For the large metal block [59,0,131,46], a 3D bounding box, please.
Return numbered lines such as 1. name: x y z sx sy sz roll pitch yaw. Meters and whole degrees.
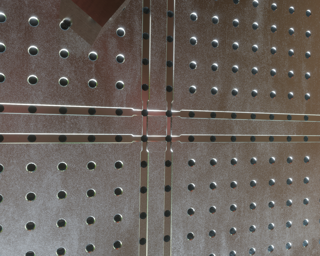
1. large metal block: -0.068 -0.151 0.358 0.050 0.080 0.080 40 78 -16
